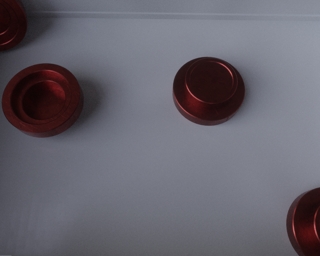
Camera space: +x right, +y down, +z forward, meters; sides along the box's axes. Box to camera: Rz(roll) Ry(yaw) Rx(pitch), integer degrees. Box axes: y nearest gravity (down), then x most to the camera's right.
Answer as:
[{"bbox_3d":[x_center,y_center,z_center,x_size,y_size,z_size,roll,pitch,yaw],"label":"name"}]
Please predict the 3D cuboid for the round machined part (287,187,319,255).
[{"bbox_3d":[0.204,0.117,0.359,0.099,0.042,0.098,0,70,0],"label":"round machined part"}]

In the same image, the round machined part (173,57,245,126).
[{"bbox_3d":[0.067,-0.056,0.421,0.099,0.042,0.098,0,70,0],"label":"round machined part"}]

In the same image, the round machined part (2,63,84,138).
[{"bbox_3d":[-0.151,-0.033,0.412,0.099,0.042,0.098,0,70,0],"label":"round machined part"}]

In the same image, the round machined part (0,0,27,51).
[{"bbox_3d":[-0.239,-0.159,0.431,0.099,0.098,0.042,-17,51,-6],"label":"round machined part"}]
